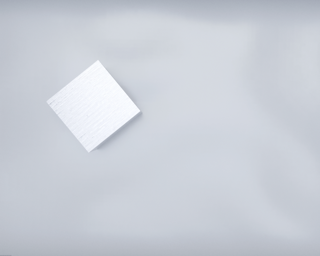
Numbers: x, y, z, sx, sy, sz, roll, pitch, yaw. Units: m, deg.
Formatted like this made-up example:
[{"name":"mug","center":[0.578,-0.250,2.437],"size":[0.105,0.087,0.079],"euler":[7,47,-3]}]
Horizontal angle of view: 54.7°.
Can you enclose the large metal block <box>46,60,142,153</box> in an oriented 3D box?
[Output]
[{"name":"large metal block","center":[-0.080,-0.026,0.398],"size":[0.080,0.050,0.080],"euler":[-39,91,0]}]
